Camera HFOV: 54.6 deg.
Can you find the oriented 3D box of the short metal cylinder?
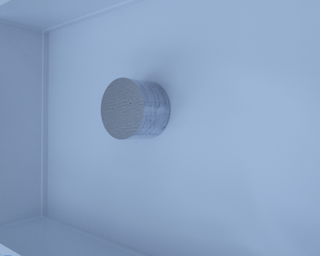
[{"bbox_3d":[-0.034,-0.025,0.417,0.080,0.050,0.080,0,90,40],"label":"short metal cylinder"}]
